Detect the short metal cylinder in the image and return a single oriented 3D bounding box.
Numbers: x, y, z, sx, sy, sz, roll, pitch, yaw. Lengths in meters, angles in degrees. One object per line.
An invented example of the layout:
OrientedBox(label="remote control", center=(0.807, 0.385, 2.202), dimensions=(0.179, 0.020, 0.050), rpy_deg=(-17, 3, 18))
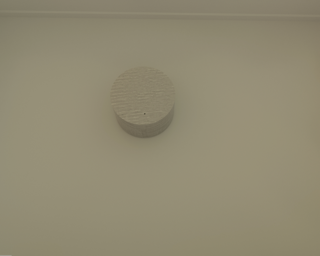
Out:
OrientedBox(label="short metal cylinder", center=(-0.021, -0.033, 0.406), dimensions=(0.080, 0.050, 0.080), rpy_deg=(0, 70, 0))
